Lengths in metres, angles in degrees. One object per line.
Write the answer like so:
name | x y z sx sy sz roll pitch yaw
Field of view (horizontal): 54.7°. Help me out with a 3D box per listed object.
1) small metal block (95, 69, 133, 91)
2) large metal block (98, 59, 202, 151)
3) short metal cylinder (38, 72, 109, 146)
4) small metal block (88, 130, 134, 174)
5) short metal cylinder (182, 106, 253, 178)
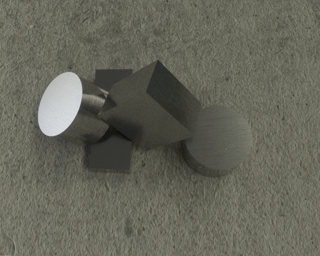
small metal block | -0.063 -0.053 0.428 0.050 0.025 0.050 -1 70 -1
large metal block | -0.011 -0.022 0.368 0.080 0.080 0.050 41 48 -30
short metal cylinder | -0.104 -0.022 0.384 0.080 0.050 0.080 -13 67 33
small metal block | -0.061 0.031 0.397 0.050 0.025 0.050 3 70 0
short metal cylinder | 0.069 0.019 0.390 0.081 0.050 0.080 0 70 0
